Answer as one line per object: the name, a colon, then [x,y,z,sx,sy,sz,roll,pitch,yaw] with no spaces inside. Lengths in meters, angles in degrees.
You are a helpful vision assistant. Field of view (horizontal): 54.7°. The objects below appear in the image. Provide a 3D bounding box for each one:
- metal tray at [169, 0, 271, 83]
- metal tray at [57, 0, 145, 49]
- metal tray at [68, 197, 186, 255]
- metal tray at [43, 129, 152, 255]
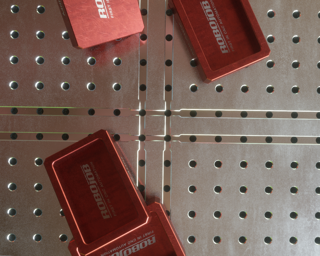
metal tray: [0.077,-0.136,0.411,0.090,0.030,0.129,-24,90,-1]
metal tray: [-0.080,-0.170,0.373,0.091,0.030,0.129,-23,112,-21]
metal tray: [-0.042,0.160,0.410,0.131,0.030,0.090,-25,90,-1]
metal tray: [-0.079,0.078,0.391,0.090,0.030,0.130,-28,74,-1]
